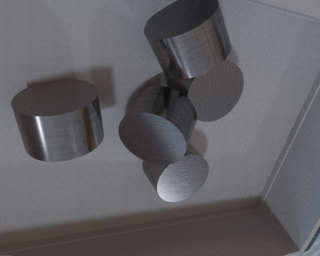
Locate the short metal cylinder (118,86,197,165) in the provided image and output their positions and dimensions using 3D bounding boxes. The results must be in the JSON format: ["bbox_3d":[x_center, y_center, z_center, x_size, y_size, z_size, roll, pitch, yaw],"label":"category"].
[{"bbox_3d":[-0.001,-0.002,0.365,0.080,0.050,0.079,12,135,13],"label":"short metal cylinder"}]

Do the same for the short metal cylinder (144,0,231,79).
[{"bbox_3d":[0.030,-0.097,0.331,0.080,0.080,0.050,-35,129,-6],"label":"short metal cylinder"}]

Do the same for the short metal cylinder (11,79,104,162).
[{"bbox_3d":[-0.100,-0.010,0.313,0.081,0.080,0.050,-15,125,-21],"label":"short metal cylinder"}]

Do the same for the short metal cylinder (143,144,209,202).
[{"bbox_3d":[0.022,0.058,0.442,0.081,0.050,0.079,-14,124,-21],"label":"short metal cylinder"}]

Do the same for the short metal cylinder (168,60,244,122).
[{"bbox_3d":[0.057,-0.054,0.392,0.081,0.050,0.079,-14,125,-21],"label":"short metal cylinder"}]
